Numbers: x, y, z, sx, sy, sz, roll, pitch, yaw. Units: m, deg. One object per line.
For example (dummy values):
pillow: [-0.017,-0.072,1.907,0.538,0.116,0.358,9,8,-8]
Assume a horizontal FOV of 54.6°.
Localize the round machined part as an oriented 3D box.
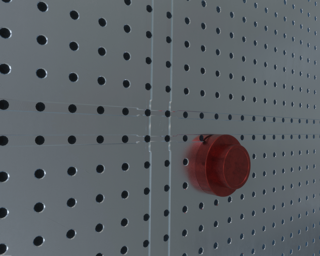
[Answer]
round machined part: [0.104,0.059,0.484,0.099,0.042,0.097,0,90,-40]
